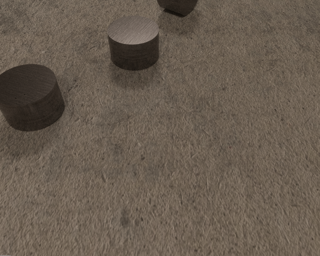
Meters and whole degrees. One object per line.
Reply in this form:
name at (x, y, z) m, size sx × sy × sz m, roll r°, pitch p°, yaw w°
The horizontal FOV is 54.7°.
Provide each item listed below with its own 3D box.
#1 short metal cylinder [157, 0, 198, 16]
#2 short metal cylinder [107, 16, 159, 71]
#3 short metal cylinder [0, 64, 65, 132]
short metal cylinder at (0.037, -0.262, 0.588) m, size 0.050 × 0.080 × 0.080 m, roll 28°, pitch 55°, yaw 21°
short metal cylinder at (-0.042, -0.138, 0.503) m, size 0.081 × 0.050 × 0.080 m, roll 0°, pitch 50°, yaw 0°
short metal cylinder at (-0.176, -0.042, 0.420) m, size 0.081 × 0.050 × 0.080 m, roll 0°, pitch 50°, yaw 0°
